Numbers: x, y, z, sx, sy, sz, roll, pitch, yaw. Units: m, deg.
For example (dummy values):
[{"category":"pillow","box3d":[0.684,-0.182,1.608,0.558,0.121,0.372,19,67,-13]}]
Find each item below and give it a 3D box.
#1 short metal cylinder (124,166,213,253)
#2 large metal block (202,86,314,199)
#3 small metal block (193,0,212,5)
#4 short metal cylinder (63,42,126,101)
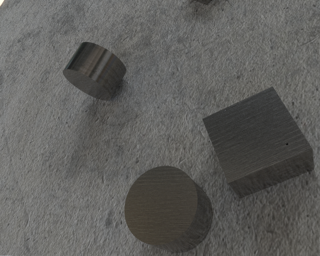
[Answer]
[{"category":"short metal cylinder","box3d":[0.010,0.087,0.329,0.080,0.050,0.080,-13,56,21]},{"category":"large metal block","box3d":[0.101,0.016,0.325,0.080,0.050,0.080,-25,53,12]},{"category":"small metal block","box3d":[0.073,-0.236,0.510,0.050,0.025,0.050,-47,51,-5]},{"category":"short metal cylinder","box3d":[-0.099,-0.085,0.473,0.080,0.080,0.050,15,70,34]}]
